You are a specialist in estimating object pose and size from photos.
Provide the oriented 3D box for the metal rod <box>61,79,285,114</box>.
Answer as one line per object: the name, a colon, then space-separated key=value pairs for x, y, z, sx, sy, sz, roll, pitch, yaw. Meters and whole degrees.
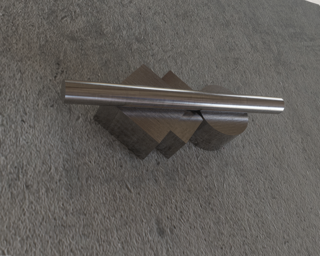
metal rod: x=0.037 y=-0.034 z=0.379 sx=0.303 sy=0.025 sz=0.025 roll=1 pitch=62 yaw=-28

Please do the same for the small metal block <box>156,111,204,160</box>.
small metal block: x=0.023 y=0.007 z=0.399 sx=0.025 sy=0.050 sz=0.050 roll=41 pitch=51 yaw=-1

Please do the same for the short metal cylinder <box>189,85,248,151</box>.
short metal cylinder: x=0.076 y=-0.014 z=0.437 sx=0.081 sy=0.050 sz=0.080 roll=14 pitch=56 yaw=-21

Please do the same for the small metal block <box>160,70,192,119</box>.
small metal block: x=0.015 y=-0.042 z=0.424 sx=0.050 sy=0.050 sz=0.025 roll=41 pitch=51 yaw=-1

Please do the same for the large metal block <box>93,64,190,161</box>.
large metal block: x=-0.021 y=-0.021 z=0.388 sx=0.080 sy=0.050 sz=0.080 roll=41 pitch=51 yaw=-1
